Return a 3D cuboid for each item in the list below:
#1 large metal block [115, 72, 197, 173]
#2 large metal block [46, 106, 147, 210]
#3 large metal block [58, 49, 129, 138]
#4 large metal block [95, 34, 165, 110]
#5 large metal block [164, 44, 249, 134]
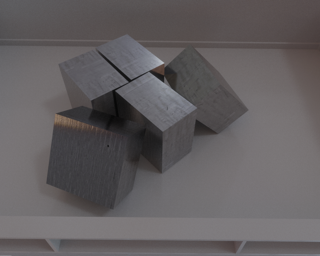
[{"bbox_3d":[-0.005,-0.006,0.372,0.050,0.080,0.080,-34,58,-25],"label":"large metal block"},{"bbox_3d":[-0.068,0.029,0.334,0.080,0.079,0.050,17,17,13],"label":"large metal block"},{"bbox_3d":[-0.081,-0.041,0.401,0.050,0.080,0.080,-31,57,-23],"label":"large metal block"},{"bbox_3d":[-0.039,-0.067,0.423,0.050,0.080,0.080,-32,57,-24],"label":"large metal block"},{"bbox_3d":[0.058,-0.049,0.401,0.050,0.080,0.080,-41,51,18],"label":"large metal block"}]
